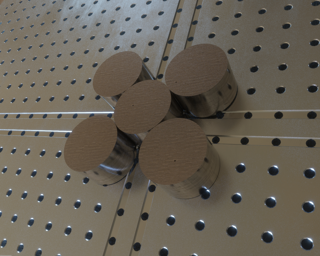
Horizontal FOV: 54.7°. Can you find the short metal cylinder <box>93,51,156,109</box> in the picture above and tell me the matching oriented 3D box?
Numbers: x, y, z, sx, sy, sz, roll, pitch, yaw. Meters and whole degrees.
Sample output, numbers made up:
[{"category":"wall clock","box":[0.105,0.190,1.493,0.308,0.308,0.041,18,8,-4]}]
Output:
[{"category":"short metal cylinder","box":[-0.051,-0.066,0.457,0.080,0.050,0.080,-13,56,20]}]

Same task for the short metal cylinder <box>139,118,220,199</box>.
[{"category":"short metal cylinder","box":[0.023,0.035,0.357,0.080,0.050,0.080,-13,56,20]}]

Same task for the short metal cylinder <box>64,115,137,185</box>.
[{"category":"short metal cylinder","box":[-0.079,0.030,0.412,0.080,0.050,0.080,-13,56,20]}]

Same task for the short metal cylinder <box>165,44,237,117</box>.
[{"category":"short metal cylinder","box":[0.053,-0.061,0.398,0.080,0.050,0.080,-13,56,20]}]

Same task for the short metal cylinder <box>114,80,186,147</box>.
[{"category":"short metal cylinder","box":[-0.013,-0.016,0.407,0.080,0.050,0.080,-13,56,20]}]
